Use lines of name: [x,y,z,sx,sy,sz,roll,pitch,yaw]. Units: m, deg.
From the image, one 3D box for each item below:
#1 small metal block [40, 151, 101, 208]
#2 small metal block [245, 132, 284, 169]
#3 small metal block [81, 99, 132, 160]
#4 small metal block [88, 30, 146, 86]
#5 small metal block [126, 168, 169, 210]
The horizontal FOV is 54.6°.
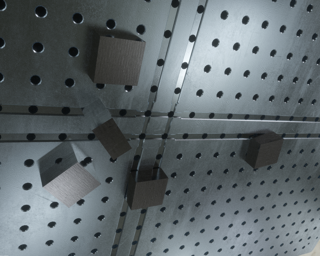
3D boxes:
small metal block: [-0.112,0.065,0.390,0.050,0.025,0.050,-36,129,-4]
small metal block: [0.178,0.038,0.531,0.050,0.025,0.050,-10,123,-23]
small metal block: [-0.062,0.001,0.361,0.025,0.050,0.050,-33,129,-7]
small metal block: [-0.048,-0.075,0.338,0.050,0.025,0.050,0,119,-28]
small metal block: [-0.020,0.089,0.455,0.050,0.025,0.050,-3,120,-27]
